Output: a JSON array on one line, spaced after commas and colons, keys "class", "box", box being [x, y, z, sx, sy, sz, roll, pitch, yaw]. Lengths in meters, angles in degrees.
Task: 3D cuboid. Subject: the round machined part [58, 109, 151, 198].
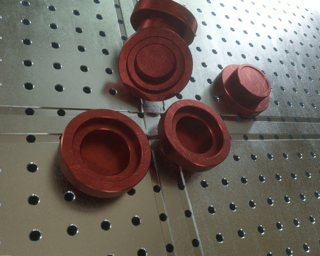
[{"class": "round machined part", "box": [-0.063, 0.030, 0.346, 0.099, 0.042, 0.098, 14, 56, -21]}]

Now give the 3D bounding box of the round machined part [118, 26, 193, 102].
[{"class": "round machined part", "box": [-0.007, -0.089, 0.425, 0.098, 0.097, 0.042, 25, 18, -14]}]

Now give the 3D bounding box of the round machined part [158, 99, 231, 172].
[{"class": "round machined part", "box": [0.041, 0.013, 0.413, 0.099, 0.042, 0.098, 14, 56, -21]}]

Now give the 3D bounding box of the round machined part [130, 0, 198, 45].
[{"class": "round machined part", "box": [0.002, -0.143, 0.457, 0.099, 0.098, 0.042, 21, 76, -16]}]

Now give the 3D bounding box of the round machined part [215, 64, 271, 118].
[{"class": "round machined part", "box": [0.146, -0.069, 0.520, 0.099, 0.042, 0.098, 14, 56, -21]}]
